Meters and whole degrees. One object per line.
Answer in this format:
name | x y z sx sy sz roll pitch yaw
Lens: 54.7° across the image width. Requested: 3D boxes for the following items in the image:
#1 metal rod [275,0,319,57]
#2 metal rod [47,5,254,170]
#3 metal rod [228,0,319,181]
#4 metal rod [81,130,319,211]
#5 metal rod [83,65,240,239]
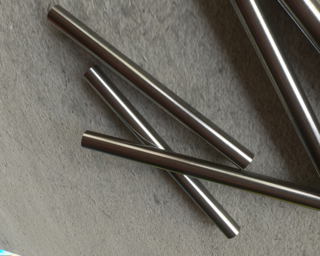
metal rod | 0.149 -0.080 0.278 0.300 0.025 0.025 48 129 -7
metal rod | -0.013 -0.051 0.380 0.300 0.025 0.025 38 129 2
metal rod | 0.138 -0.027 0.317 0.025 0.025 0.299 -22 107 36
metal rod | 0.044 0.050 0.389 0.301 0.025 0.025 14 124 11
metal rod | 0.006 0.037 0.424 0.300 0.025 0.025 49 128 -7
